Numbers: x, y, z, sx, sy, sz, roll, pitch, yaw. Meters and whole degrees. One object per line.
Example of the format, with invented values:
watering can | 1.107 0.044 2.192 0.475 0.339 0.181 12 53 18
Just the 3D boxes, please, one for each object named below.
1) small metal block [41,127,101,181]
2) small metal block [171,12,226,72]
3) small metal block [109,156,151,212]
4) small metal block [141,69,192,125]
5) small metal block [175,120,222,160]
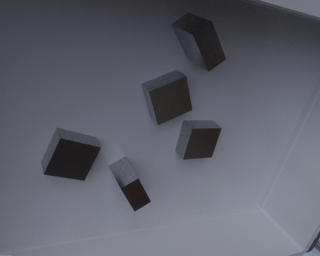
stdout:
small metal block | -0.106 0.032 0.370 0.050 0.025 0.050 17 109 -35
small metal block | 0.044 -0.099 0.355 0.025 0.050 0.050 -37 129 -4
small metal block | -0.041 0.075 0.416 0.025 0.050 0.050 -29 128 -10
small metal block | 0.009 -0.039 0.390 0.050 0.025 0.050 -25 128 -13
small metal block | 0.055 0.017 0.449 0.050 0.025 0.050 -1 119 -28
